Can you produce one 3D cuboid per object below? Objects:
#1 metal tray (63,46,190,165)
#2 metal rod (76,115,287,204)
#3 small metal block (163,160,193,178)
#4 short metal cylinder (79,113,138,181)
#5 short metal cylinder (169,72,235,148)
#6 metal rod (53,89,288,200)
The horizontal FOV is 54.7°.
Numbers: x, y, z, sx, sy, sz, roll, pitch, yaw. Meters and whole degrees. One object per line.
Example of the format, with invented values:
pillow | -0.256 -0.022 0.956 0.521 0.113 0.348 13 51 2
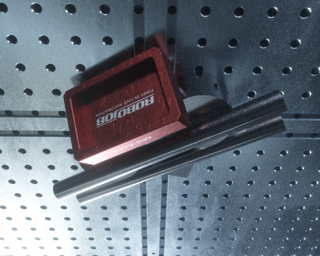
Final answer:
metal tray | -0.042 -0.022 0.347 0.130 0.090 0.030 -23 159 17
metal rod | 0.015 0.046 0.417 0.300 0.025 0.025 -22 127 17
small metal block | 0.022 0.043 0.447 0.050 0.025 0.050 11 129 -10
short metal cylinder | -0.065 0.026 0.416 0.081 0.050 0.079 0 130 0
short metal cylinder | 0.046 -0.021 0.378 0.081 0.050 0.079 0 130 0
metal rod | -0.003 0.028 0.368 0.300 0.025 0.025 -23 127 18
